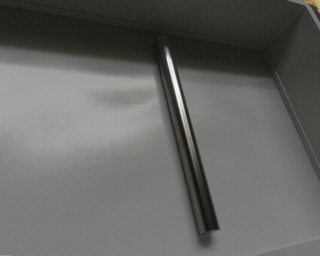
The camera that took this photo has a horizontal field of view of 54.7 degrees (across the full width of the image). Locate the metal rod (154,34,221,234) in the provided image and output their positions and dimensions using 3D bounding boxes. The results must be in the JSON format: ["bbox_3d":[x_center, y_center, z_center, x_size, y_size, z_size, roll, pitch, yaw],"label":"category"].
[{"bbox_3d":[0.030,-0.009,0.429,0.025,0.025,0.299,2,61,-28],"label":"metal rod"}]
